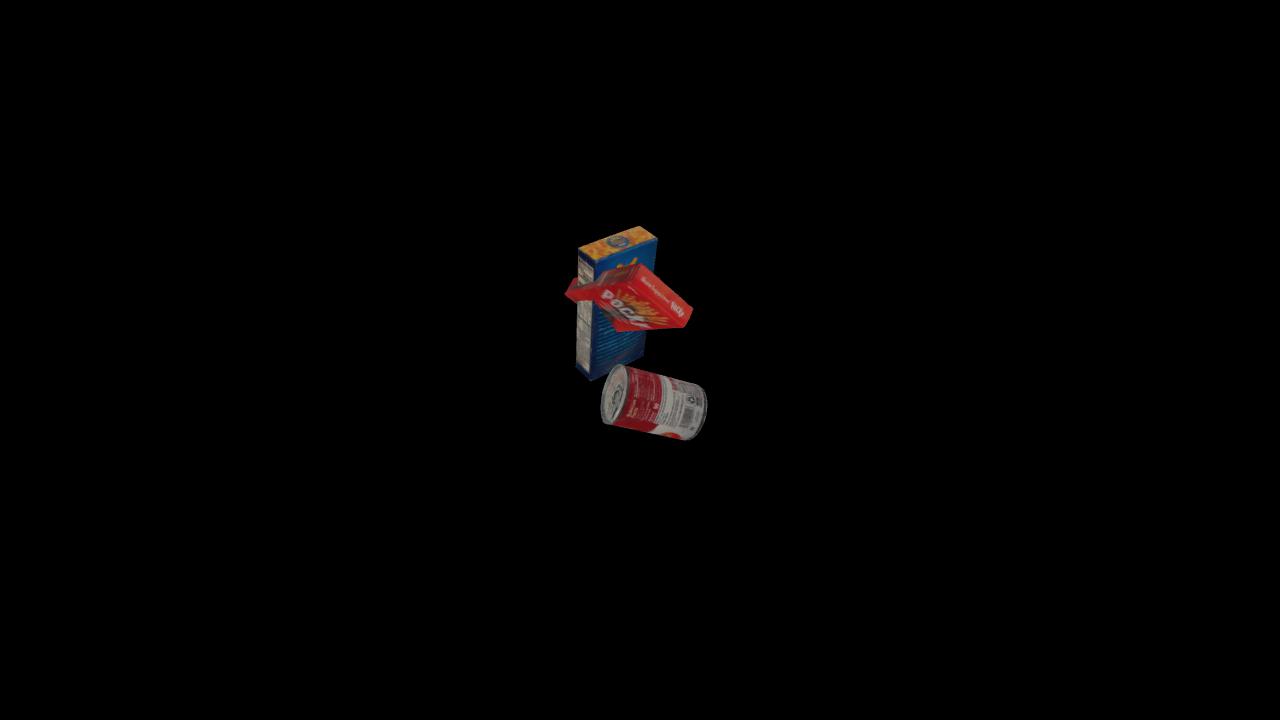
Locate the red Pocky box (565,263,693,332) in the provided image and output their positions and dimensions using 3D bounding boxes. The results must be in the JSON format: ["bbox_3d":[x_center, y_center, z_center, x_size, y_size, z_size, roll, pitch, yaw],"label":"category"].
[{"bbox_3d":[-0.017,-0.066,0.689,0.083,0.028,0.155,39,-19,-26],"label":"red Pocky box"}]

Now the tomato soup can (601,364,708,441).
[{"bbox_3d":[0.016,0.048,0.683,0.101,0.068,0.068,14,-6,-24],"label":"tomato soup can"}]

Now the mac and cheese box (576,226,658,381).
[{"bbox_3d":[-0.032,-0.065,0.753,0.093,0.184,0.041,-25,51,-31],"label":"mac and cheese box"}]
